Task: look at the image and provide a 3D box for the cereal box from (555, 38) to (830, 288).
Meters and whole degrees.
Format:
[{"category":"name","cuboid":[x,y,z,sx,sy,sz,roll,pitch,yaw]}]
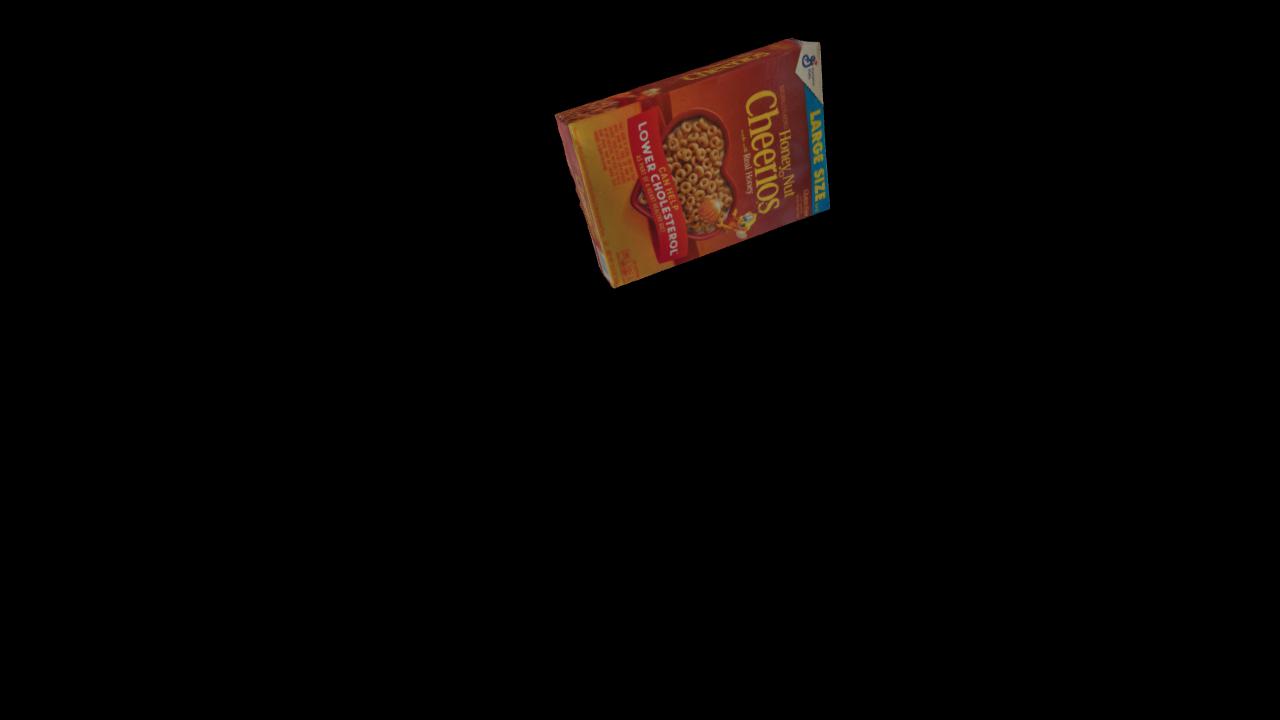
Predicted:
[{"category":"cereal box","cuboid":[0.075,-0.234,0.737,0.306,0.203,0.081,-21,35,-8]}]
